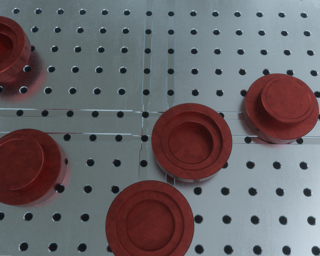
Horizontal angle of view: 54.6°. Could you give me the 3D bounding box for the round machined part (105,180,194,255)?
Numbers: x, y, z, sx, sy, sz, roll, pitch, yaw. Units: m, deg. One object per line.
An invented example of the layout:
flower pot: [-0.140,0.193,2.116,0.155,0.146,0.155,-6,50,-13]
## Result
round machined part: [-0.011,0.113,0.361,0.099,0.042,0.098,0,70,0]

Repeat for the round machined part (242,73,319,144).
round machined part: [0.164,-0.031,0.415,0.099,0.042,0.098,0,70,0]

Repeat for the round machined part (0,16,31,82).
round machined part: [-0.233,-0.106,0.440,0.099,0.042,0.098,0,70,0]

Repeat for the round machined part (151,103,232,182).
round machined part: [0.039,0.021,0.395,0.099,0.042,0.098,0,70,0]

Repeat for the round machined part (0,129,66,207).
round machined part: [-0.172,0.046,0.385,0.099,0.042,0.098,0,70,0]
